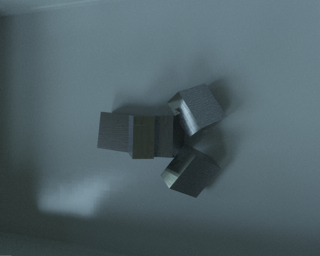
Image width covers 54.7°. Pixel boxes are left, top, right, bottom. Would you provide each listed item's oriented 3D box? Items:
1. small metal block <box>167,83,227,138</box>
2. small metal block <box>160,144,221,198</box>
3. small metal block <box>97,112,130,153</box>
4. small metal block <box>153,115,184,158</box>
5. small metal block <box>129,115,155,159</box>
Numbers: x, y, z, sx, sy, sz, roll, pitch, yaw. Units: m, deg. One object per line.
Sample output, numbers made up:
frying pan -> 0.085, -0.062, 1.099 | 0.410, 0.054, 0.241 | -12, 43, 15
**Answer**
small metal block -> 0.045, -0.022, 0.376 | 0.050, 0.050, 0.025 | 59, 139, 10
small metal block -> 0.038, 0.053, 0.379 | 0.050, 0.050, 0.025 | -53, 40, 12
small metal block -> -0.056, 0.005, 0.426 | 0.050, 0.025, 0.050 | 7, 92, 19
small metal block -> 0.012, 0.010, 0.391 | 0.025, 0.050, 0.050 | 1, 91, 20
small metal block -> -0.024, 0.010, 0.384 | 0.025, 0.050, 0.050 | 1, 94, -12
